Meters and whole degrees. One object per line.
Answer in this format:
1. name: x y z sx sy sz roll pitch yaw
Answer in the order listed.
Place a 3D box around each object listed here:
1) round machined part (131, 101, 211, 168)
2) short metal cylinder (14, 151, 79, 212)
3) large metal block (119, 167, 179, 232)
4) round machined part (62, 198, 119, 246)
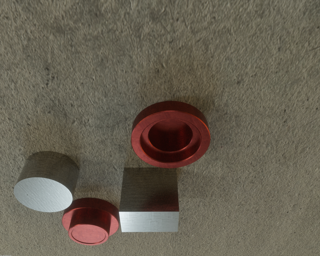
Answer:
1. round machined part: 0.013 0.004 0.400 0.099 0.042 0.097 -1 130 0
2. short metal cylinder: -0.165 0.080 0.456 0.081 0.050 0.079 0 130 0
3. large metal block: -0.015 0.105 0.461 0.081 0.080 0.050 0 130 -1
4. round machined part: -0.120 0.168 0.537 0.099 0.042 0.097 -1 130 0
